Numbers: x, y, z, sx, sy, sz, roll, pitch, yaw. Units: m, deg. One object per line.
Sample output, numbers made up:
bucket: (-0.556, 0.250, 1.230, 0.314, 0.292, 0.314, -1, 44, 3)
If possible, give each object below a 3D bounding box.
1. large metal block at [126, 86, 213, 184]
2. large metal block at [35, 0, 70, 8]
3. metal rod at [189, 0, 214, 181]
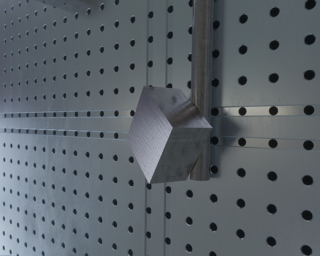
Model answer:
large metal block: (0.006, 0.007, 0.365, 0.080, 0.050, 0.079, 57, 136, 44)
large metal block: (-0.203, -0.269, 0.542, 0.050, 0.081, 0.080, -6, 87, 40)
metal rod: (0.050, -0.088, 0.367, 0.025, 0.025, 0.298, 2, 91, 40)
